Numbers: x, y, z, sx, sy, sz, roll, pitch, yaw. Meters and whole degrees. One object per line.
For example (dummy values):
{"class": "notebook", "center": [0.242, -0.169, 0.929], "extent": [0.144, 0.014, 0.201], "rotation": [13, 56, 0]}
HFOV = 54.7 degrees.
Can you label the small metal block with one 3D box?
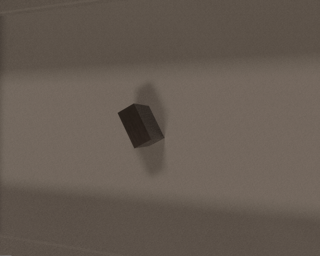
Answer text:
{"class": "small metal block", "center": [-0.023, -0.003, 0.405], "extent": [0.025, 0.050, 0.050], "rotation": [-29, 81, 17]}
